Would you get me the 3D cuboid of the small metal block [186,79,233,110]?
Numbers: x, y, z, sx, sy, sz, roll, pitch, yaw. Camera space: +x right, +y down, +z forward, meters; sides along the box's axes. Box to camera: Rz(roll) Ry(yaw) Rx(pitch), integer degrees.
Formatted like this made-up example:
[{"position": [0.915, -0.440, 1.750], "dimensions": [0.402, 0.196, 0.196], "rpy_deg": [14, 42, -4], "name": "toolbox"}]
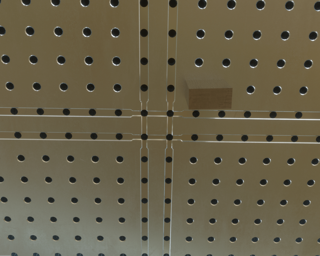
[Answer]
[{"position": [0.059, -0.043, 0.385], "dimensions": [0.050, 0.050, 0.025], "rpy_deg": [-1, 110, 0], "name": "small metal block"}]
